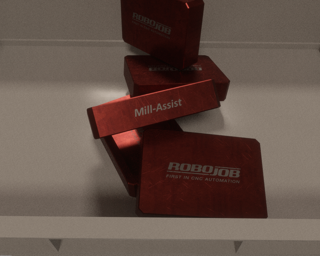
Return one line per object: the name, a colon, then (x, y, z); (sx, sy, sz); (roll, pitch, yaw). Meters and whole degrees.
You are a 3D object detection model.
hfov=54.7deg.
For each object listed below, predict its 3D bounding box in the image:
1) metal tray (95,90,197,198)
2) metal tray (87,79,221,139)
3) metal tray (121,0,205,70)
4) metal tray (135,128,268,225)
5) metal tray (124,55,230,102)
metal tray: (-0.023, 0.012, 0.391); (0.091, 0.030, 0.130); (-22, 54, -18)
metal tray: (-0.012, -0.020, 0.341); (0.131, 0.090, 0.030); (-15, 93, -13)
metal tray: (-0.002, -0.147, 0.433); (0.030, 0.089, 0.130); (-31, 50, -34)
metal tray: (0.043, 0.052, 0.331); (0.131, 0.030, 0.090); (6, 65, -8)
metal tray: (0.020, -0.071, 0.437); (0.131, 0.030, 0.090); (-4, 37, -15)
